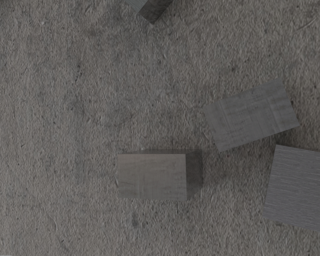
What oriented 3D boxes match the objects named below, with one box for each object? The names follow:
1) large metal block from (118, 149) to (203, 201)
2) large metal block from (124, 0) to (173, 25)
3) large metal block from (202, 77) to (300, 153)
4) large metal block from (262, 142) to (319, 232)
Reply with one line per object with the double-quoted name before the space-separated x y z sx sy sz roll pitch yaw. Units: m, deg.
"large metal block" 0.004 0.053 0.378 0.080 0.080 0.050 -2 90 20
"large metal block" -0.020 -0.197 0.403 0.080 0.050 0.080 45 104 14
"large metal block" 0.102 -0.012 0.344 0.080 0.080 0.050 -21 83 19
"large metal block" 0.162 0.063 0.339 0.080 0.050 0.079 11 94 19
